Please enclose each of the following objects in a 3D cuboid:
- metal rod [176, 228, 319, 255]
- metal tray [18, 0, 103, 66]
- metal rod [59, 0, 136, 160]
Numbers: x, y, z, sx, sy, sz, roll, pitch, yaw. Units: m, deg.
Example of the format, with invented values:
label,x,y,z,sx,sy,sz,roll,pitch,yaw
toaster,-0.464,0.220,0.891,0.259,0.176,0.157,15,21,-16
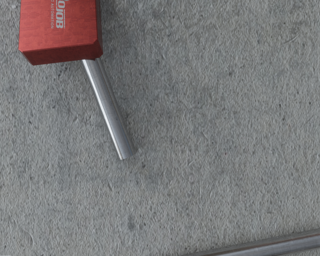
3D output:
label,x,y,z,sx,sy,sz,roll,pitch,yaw
metal rod,0.127,0.163,0.411,0.302,0.025,0.025,-11,90,-1
metal tray,-0.121,-0.145,0.384,0.091,0.030,0.130,-7,69,-1
metal rod,-0.093,-0.102,0.390,0.025,0.025,0.298,-20,98,0
